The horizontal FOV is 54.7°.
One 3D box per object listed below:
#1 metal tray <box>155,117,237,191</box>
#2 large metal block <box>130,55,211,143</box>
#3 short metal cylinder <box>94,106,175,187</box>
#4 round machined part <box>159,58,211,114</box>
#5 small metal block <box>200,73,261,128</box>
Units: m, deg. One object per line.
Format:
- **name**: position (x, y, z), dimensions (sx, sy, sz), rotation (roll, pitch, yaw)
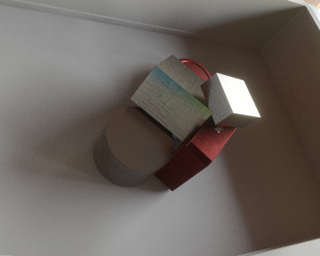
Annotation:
- **metal tray**: position (0.057, 0.013, 0.386), dimensions (0.030, 0.090, 0.131), rotation (44, 50, 2)
- **large metal block**: position (0.022, -0.039, 0.379), dimensions (0.080, 0.050, 0.080), rotation (39, 26, -2)
- **short metal cylinder**: position (-0.031, 0.022, 0.358), dimensions (0.081, 0.050, 0.080), rotation (14, 56, -21)
- **round machined part**: position (0.039, -0.063, 0.453), dimensions (0.099, 0.042, 0.098), rotation (14, 56, -21)
- **small metal block**: position (0.078, -0.029, 0.343), dimensions (0.050, 0.025, 0.050), rotation (5, 58, -41)
